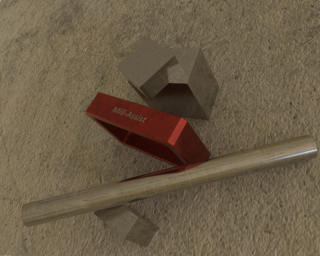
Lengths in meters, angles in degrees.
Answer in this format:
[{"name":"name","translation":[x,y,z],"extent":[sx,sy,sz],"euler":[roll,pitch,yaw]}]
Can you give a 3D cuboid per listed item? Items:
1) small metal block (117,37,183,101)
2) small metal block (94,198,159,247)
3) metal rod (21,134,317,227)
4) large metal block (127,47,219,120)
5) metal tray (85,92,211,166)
[{"name":"small metal block","translation":[-0.012,-0.067,0.347],"extent":[0.050,0.025,0.050],"euler":[-43,51,-2]},{"name":"small metal block","translation":[-0.036,0.103,0.343],"extent":[0.050,0.050,0.025],"euler":[25,76,36]},{"name":"metal rod","translation":[0.007,0.055,0.320],"extent":[0.302,0.025,0.025],"euler":[-14,55,2]},{"name":"large metal block","translation":[0.020,-0.055,0.391],"extent":[0.080,0.080,0.050],"euler":[7,66,31]},{"name":"metal tray","translation":[-0.014,0.006,0.364],"extent":[0.130,0.090,0.030],"euler":[19,72,35]}]
